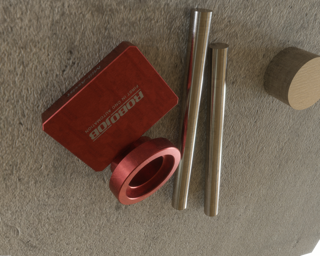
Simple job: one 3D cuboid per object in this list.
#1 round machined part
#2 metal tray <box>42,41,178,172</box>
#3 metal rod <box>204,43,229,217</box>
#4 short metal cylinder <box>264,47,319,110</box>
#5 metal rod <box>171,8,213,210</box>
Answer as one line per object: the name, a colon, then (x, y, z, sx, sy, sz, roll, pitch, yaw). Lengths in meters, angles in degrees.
round machined part: (-0.024, 0.049, 0.399, 0.099, 0.042, 0.097, -32, 149, -22)
metal tray: (-0.055, -0.022, 0.353, 0.130, 0.030, 0.090, -42, 123, 1)
metal rod: (0.081, 0.023, 0.465, 0.025, 0.025, 0.298, -17, 125, -19)
short metal cylinder: (0.202, -0.073, 0.456, 0.081, 0.050, 0.079, -14, 124, -21)
metal rod: (0.039, -0.005, 0.425, 0.025, 0.025, 0.298, -11, 123, -23)
